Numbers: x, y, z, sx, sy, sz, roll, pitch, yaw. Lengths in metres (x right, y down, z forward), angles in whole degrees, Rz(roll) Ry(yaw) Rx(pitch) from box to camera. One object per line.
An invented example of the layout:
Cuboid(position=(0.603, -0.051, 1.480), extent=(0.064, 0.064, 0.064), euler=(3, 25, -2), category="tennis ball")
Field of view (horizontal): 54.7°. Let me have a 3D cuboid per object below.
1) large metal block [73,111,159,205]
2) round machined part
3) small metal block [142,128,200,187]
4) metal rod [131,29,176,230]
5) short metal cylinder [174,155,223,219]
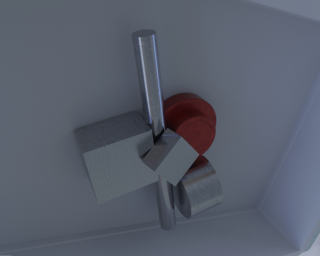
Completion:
Cuboid(position=(-0.052, 0.035, 0.382), extent=(0.081, 0.050, 0.079), euler=(-19, 126, -18), category="large metal block")
Cuboid(position=(0.036, 0.005, 0.419), extent=(0.099, 0.042, 0.097), euler=(-14, 125, -21), category="round machined part")
Cuboid(position=(0.014, 0.036, 0.376), extent=(0.050, 0.025, 0.050), euler=(-52, 137, -6), category="small metal block")
Cuboid(position=(-0.002, 0.026, 0.396), extent=(0.025, 0.025, 0.298), euler=(-19, 126, -18), category="metal rod")
Cuboid(position=(0.047, 0.084, 0.451), extent=(0.050, 0.080, 0.079), euler=(-19, 126, -18), category="short metal cylinder")
